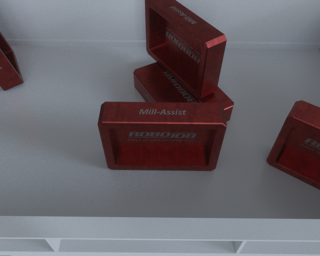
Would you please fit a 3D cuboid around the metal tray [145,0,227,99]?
[{"bbox_3d":[0.028,-0.111,0.416,0.030,0.089,0.130,-28,56,-22],"label":"metal tray"}]

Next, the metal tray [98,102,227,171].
[{"bbox_3d":[0.002,0.012,0.352,0.131,0.089,0.030,1,50,0],"label":"metal tray"}]

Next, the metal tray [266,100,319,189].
[{"bbox_3d":[0.194,0.034,0.337,0.130,0.089,0.030,28,55,21],"label":"metal tray"}]

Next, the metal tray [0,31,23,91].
[{"bbox_3d":[-0.247,-0.127,0.438,0.030,0.129,0.090,-27,55,-9],"label":"metal tray"}]

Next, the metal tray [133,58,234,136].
[{"bbox_3d":[0.030,-0.049,0.443,0.091,0.030,0.130,-23,54,-19],"label":"metal tray"}]
